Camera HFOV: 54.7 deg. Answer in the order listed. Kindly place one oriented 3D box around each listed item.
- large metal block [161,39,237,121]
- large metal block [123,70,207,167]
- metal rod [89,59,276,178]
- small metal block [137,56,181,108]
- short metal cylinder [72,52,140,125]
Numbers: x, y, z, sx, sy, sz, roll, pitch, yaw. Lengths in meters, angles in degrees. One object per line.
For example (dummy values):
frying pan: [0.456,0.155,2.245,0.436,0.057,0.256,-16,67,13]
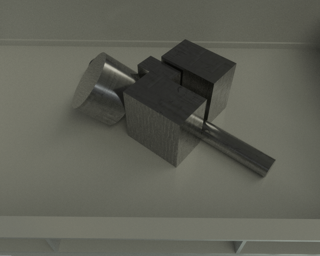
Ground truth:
large metal block: [0.049,-0.061,0.420,0.080,0.080,0.050,33,57,24]
large metal block: [0.005,-0.011,0.378,0.080,0.080,0.050,32,57,23]
metal rod: [0.014,-0.025,0.425,0.300,0.025,0.025,32,57,23]
small metal block: [-0.001,-0.059,0.407,0.050,0.050,0.025,33,58,24]
short metal cylinder: [-0.071,-0.050,0.401,0.050,0.080,0.080,29,43,-29]
